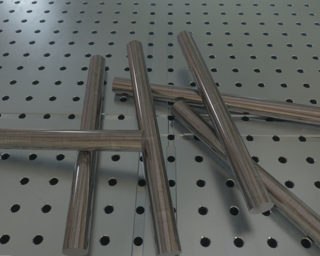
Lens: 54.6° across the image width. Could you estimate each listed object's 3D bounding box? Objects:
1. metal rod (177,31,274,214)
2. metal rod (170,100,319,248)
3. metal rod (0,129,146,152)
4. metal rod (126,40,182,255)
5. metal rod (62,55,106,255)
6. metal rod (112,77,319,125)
[{"bbox_3d":[0.070,-0.033,0.401,0.025,0.025,0.300,-9,51,-8],"label":"metal rod"},{"bbox_3d":[0.117,0.061,0.356,0.025,0.025,0.300,-31,57,-24],"label":"metal rod"},{"bbox_3d":[-0.167,0.013,0.373,0.301,0.025,0.025,1,50,9],"label":"metal rod"},{"bbox_3d":[-0.015,0.001,0.386,0.025,0.025,0.299,-7,57,-6],"label":"metal rod"},{"bbox_3d":[-0.091,0.008,0.400,0.025,0.025,0.300,-2,50,-2],"label":"metal rod"},{"bbox_3d":[0.080,-0.039,0.441,0.301,0.025,0.025,10,51,8],"label":"metal rod"}]
